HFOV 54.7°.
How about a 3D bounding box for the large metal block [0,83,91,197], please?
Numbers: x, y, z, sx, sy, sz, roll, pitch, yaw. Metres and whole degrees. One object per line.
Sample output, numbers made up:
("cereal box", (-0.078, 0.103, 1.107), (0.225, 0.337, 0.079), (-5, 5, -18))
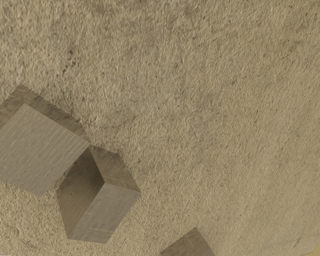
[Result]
("large metal block", (-0.135, 0.014, 0.325), (0.080, 0.050, 0.080), (-47, 129, 5))

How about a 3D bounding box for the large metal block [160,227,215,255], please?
("large metal block", (0.058, 0.244, 0.573), (0.080, 0.050, 0.080), (-33, 129, -6))

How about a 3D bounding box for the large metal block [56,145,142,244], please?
("large metal block", (-0.078, 0.079, 0.377), (0.050, 0.080, 0.080), (25, 105, -37))
